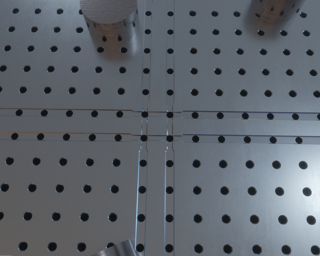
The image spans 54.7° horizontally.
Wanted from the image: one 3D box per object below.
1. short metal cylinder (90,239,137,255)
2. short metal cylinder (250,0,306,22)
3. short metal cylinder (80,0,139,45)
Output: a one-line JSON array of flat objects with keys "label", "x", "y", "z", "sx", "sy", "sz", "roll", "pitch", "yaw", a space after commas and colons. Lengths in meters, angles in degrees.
[{"label": "short metal cylinder", "x": -0.059, "y": 0.158, "z": 0.324, "sx": 0.080, "sy": 0.080, "sz": 0.050, "roll": -23, "pitch": 72, "yaw": -8}, {"label": "short metal cylinder", "x": 0.186, "y": -0.212, "z": 0.477, "sx": 0.081, "sy": 0.050, "sz": 0.080, "roll": 0, "pitch": 70, "yaw": 0}, {"label": "short metal cylinder", "x": -0.073, "y": -0.172, "z": 0.460, "sx": 0.081, "sy": 0.050, "sz": 0.080, "roll": 0, "pitch": 70, "yaw": 0}]
